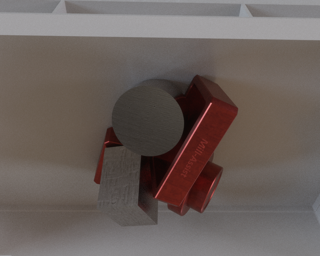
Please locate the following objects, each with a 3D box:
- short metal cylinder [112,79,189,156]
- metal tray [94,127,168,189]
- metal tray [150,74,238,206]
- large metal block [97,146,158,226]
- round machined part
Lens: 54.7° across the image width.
[{"bbox_3d":[-0.009,-0.014,0.359,0.080,0.050,0.079,3,107,10],"label":"short metal cylinder"},{"bbox_3d":[-0.022,0.054,0.448,0.131,0.030,0.089,13,129,-12],"label":"metal tray"},{"bbox_3d":[0.031,0.012,0.355,0.030,0.090,0.129,23,111,-15],"label":"metal tray"},{"bbox_3d":[-0.037,0.077,0.406,0.050,0.080,0.080,-7,146,14],"label":"large metal block"},{"bbox_3d":[0.053,0.076,0.420,0.042,0.098,0.097,25,133,19],"label":"round machined part"}]
